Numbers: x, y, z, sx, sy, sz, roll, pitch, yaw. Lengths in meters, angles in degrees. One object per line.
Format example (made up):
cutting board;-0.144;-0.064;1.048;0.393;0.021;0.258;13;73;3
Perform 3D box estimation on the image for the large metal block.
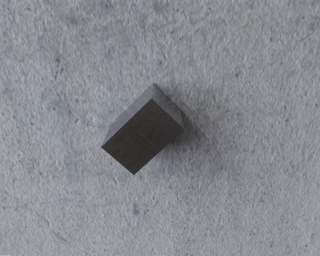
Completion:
large metal block;-0.019;-0.002;0.379;0.080;0.080;0.050;-43;105;14
